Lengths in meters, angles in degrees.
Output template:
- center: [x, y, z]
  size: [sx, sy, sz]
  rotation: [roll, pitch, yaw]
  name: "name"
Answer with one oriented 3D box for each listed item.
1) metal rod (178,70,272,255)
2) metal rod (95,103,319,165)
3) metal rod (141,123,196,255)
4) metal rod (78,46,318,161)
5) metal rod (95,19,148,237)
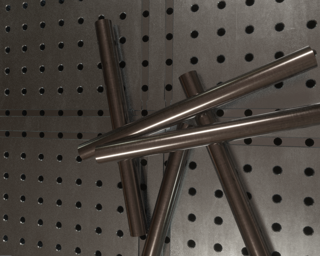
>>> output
- center: [0.089, 0.070, 0.381]
  size: [0.025, 0.025, 0.299]
  rotation: [-23, 83, 18]
  name: "metal rod"
- center: [0.070, 0.005, 0.361]
  size: [0.301, 0.025, 0.025]
  rotation: [-11, 86, 9]
  name: "metal rod"
- center: [-0.003, 0.137, 0.412]
  size: [0.025, 0.025, 0.298]
  rotation: [17, 95, 19]
  name: "metal rod"
- center: [0.029, -0.021, 0.374]
  size: [0.300, 0.025, 0.025]
  rotation: [-22, 83, 18]
  name: "metal rod"
- center: [-0.054, -0.003, 0.430]
  size: [0.025, 0.025, 0.298]
  rotation: [-11, 86, 19]
  name: "metal rod"
